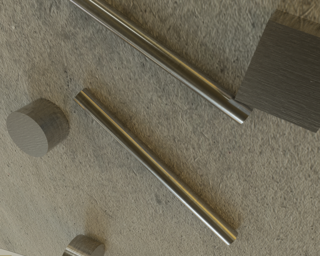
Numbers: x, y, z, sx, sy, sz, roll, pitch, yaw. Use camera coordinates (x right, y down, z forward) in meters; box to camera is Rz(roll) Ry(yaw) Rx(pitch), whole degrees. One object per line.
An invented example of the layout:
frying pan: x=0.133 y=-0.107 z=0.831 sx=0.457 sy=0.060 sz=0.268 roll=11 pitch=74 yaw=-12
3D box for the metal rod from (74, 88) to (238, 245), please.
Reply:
metal rod: x=-0.004 y=0.056 z=0.443 sx=0.300 sy=0.025 sz=0.025 roll=44 pitch=129 yaw=-3

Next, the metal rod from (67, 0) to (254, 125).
metal rod: x=-0.024 y=-0.102 z=0.355 sx=0.300 sy=0.025 sz=0.025 roll=36 pitch=129 yaw=3

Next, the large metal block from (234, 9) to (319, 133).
large metal block: x=0.127 y=-0.054 z=0.290 sx=0.080 sy=0.050 sz=0.079 roll=25 pitch=127 yaw=13

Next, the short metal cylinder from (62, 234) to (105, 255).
short metal cylinder: x=-0.152 y=0.259 z=0.612 sx=0.050 sy=0.080 sz=0.079 roll=18 pitch=126 yaw=17

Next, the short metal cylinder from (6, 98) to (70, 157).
short metal cylinder: x=-0.193 y=-0.001 z=0.492 sx=0.080 sy=0.050 sz=0.079 roll=13 pitch=124 yaw=21
